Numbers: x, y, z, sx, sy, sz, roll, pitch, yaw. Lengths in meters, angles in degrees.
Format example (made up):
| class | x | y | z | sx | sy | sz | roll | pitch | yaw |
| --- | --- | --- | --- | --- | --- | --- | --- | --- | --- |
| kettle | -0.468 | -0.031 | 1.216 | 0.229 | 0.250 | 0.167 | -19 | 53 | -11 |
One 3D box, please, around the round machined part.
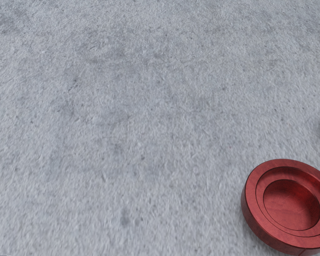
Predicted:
| class | x | y | z | sx | sy | sz | roll | pitch | yaw |
| --- | --- | --- | --- | --- | --- | --- | --- | --- | --- |
| round machined part | 0.134 | 0.084 | 0.323 | 0.099 | 0.042 | 0.098 | 0 | 50 | 0 |
